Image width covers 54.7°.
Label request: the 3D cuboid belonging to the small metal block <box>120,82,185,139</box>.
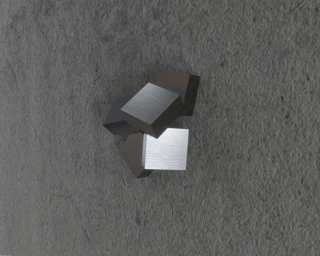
[{"bbox_3d":[-0.008,-0.021,0.361,0.050,0.025,0.050,27,63,36],"label":"small metal block"}]

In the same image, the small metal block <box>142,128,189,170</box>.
[{"bbox_3d":[0.006,0.024,0.381,0.025,0.050,0.050,-164,78,-77],"label":"small metal block"}]

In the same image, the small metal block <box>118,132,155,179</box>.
[{"bbox_3d":[-0.023,0.033,0.424,0.050,0.025,0.050,-52,60,27],"label":"small metal block"}]

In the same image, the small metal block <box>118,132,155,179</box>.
[{"bbox_3d":[-0.023,0.033,0.424,0.050,0.025,0.050,-52,60,27],"label":"small metal block"}]

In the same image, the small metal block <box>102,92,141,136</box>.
[{"bbox_3d":[-0.044,-0.020,0.424,0.050,0.025,0.050,-10,46,39],"label":"small metal block"}]

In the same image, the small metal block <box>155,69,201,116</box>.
[{"bbox_3d":[0.019,-0.045,0.389,0.050,0.025,0.050,18,101,38],"label":"small metal block"}]
